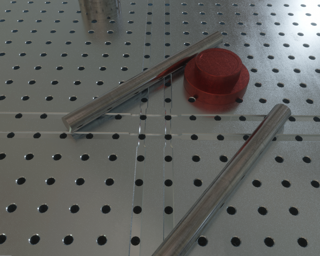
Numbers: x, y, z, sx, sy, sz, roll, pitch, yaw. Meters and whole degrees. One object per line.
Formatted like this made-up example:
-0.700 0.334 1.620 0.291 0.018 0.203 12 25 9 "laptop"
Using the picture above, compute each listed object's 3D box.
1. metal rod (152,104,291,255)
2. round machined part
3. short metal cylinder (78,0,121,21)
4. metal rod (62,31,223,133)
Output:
0.073 0.065 0.353 0.025 0.025 0.301 33 57 24 "metal rod"
0.086 -0.084 0.469 0.099 0.042 0.098 0 50 0 "round machined part"
-0.118 -0.251 0.601 0.081 0.050 0.080 0 50 0 "short metal cylinder"
-0.011 -0.081 0.475 0.302 0.025 0.025 -35 58 -26 "metal rod"
